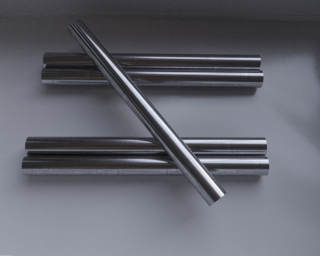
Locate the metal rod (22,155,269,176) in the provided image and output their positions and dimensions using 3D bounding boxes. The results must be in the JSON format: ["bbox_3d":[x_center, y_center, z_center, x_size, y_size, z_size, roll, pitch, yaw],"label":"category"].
[{"bbox_3d":[-0.017,0.047,0.390,0.302,0.025,0.025,0,70,0],"label":"metal rod"}]

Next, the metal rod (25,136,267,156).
[{"bbox_3d":[-0.017,0.024,0.399,0.302,0.025,0.025,0,70,0],"label":"metal rod"}]

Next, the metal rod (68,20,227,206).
[{"bbox_3d":[-0.026,-0.030,0.393,0.025,0.025,0.300,-36,74,-12],"label":"metal rod"}]

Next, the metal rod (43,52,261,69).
[{"bbox_3d":[-0.011,-0.093,0.441,0.302,0.025,0.025,1,70,0],"label":"metal rod"}]

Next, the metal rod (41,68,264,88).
[{"bbox_3d":[-0.010,-0.070,0.433,0.302,0.025,0.025,1,70,0],"label":"metal rod"}]
